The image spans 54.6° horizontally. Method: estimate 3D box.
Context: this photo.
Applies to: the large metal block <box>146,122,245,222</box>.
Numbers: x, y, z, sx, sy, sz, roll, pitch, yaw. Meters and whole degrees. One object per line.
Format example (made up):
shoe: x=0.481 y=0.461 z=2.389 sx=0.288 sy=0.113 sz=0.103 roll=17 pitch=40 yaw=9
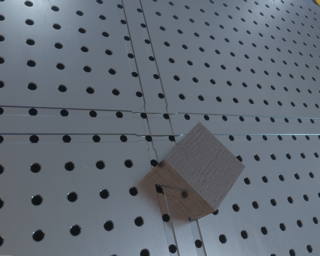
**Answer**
large metal block: x=0.045 y=0.053 z=0.384 sx=0.080 sy=0.050 sz=0.080 roll=45 pitch=51 yaw=3
